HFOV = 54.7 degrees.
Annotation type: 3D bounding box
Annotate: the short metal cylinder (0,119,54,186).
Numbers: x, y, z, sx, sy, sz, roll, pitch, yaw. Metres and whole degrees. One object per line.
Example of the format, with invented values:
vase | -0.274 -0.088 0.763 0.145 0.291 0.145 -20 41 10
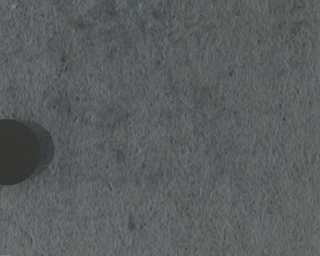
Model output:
short metal cylinder | -0.184 0.029 0.395 0.081 0.050 0.079 0 90 -1
